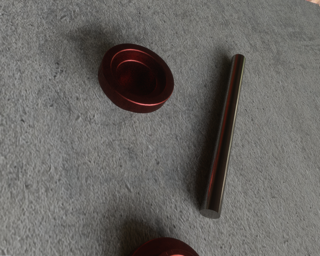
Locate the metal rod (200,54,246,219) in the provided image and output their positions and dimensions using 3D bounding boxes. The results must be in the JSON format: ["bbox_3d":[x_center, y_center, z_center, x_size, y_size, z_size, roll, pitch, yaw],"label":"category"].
[{"bbox_3d":[0.100,-0.009,0.463,0.025,0.025,0.300,28,52,-11],"label":"metal rod"}]

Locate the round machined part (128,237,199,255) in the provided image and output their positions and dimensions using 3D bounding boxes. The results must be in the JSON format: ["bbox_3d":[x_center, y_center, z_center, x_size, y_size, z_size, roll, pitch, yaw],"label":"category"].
[{"bbox_3d":[0.010,0.157,0.302,0.099,0.042,0.098,14,56,-21],"label":"round machined part"}]

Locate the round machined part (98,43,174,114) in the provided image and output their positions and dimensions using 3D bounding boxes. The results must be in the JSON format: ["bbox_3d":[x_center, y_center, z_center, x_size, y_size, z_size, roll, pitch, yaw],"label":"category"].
[{"bbox_3d":[-0.034,-0.061,0.411,0.099,0.042,0.098,14,56,-21],"label":"round machined part"}]
